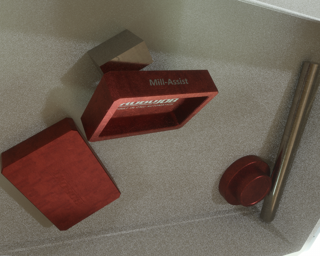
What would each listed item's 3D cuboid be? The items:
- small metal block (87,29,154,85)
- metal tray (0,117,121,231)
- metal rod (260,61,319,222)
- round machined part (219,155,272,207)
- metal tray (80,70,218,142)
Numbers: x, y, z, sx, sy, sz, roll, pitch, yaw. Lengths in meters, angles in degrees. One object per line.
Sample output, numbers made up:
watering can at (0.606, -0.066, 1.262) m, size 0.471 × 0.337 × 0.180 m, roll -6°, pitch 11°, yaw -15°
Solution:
small metal block at (-0.042, -0.075, 0.324) m, size 0.050 × 0.050 × 0.025 m, roll -32°, pitch 129°, yaw -8°
metal tray at (-0.116, 0.061, 0.381) m, size 0.090 × 0.030 × 0.130 m, roll -31°, pitch 129°, yaw -9°
metal rod at (0.220, 0.035, 0.536) m, size 0.025 × 0.025 × 0.298 m, roll -5°, pitch 116°, yaw -26°
round machined part at (0.157, 0.100, 0.548) m, size 0.099 × 0.042 × 0.097 m, roll -14°, pitch 124°, yaw -21°
metal tray at (-0.011, -0.025, 0.344) m, size 0.131 × 0.030 × 0.090 m, roll -8°, pitch 156°, yaw -34°
